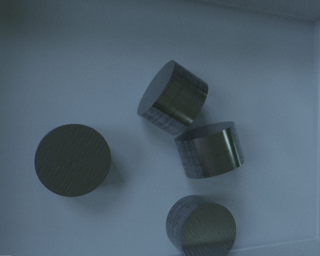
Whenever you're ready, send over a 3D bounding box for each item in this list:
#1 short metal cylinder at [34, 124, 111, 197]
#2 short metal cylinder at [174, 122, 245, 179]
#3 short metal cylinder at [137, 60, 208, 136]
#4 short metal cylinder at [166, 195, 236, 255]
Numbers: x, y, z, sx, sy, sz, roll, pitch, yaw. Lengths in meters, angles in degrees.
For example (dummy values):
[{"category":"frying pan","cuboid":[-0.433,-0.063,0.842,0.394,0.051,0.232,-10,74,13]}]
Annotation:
[{"category":"short metal cylinder","cuboid":[-0.102,0.035,0.360,0.081,0.050,0.079,0,90,-21]},{"category":"short metal cylinder","cuboid":[0.065,0.027,0.407,0.081,0.080,0.050,-20,97,-19]},{"category":"short metal cylinder","cuboid":[0.015,-0.037,0.388,0.050,0.080,0.080,31,80,-18]},{"category":"short metal cylinder","cuboid":[0.055,0.136,0.419,0.081,0.050,0.079,0,90,-21]}]
